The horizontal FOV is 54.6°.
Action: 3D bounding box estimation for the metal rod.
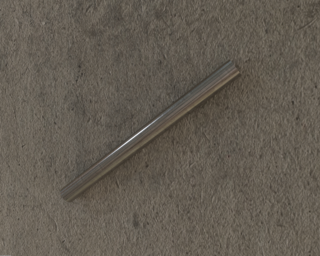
[{"bbox_3d":[-0.023,0.013,0.419,0.300,0.025,0.025,-37,78,16],"label":"metal rod"}]
